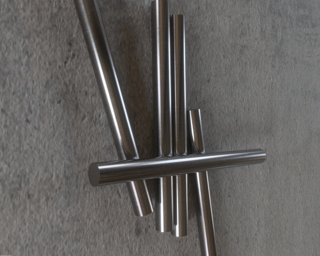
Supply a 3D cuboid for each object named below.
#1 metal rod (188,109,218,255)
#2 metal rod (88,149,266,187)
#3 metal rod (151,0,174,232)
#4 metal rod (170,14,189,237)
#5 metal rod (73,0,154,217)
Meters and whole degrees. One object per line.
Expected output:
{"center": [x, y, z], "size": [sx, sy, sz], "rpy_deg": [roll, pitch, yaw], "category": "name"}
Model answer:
{"center": [0.065, 0.120, 0.462], "size": [0.025, 0.025, 0.298], "rpy_deg": [-13, 99, -40], "category": "metal rod"}
{"center": [0.048, 0.047, 0.413], "size": [0.302, 0.025, 0.025], "rpy_deg": [0, 90, -40], "category": "metal rod"}
{"center": [0.004, -0.015, 0.409], "size": [0.025, 0.025, 0.298], "rpy_deg": [-2, 92, -40], "category": "metal rod"}
{"center": [0.025, -0.003, 0.427], "size": [0.025, 0.025, 0.298], "rpy_deg": [-2, 91, -40], "category": "metal rod"}
{"center": [-0.055, -0.037, 0.359], "size": [0.025, 0.025, 0.298], "rpy_deg": [-24, 105, -38], "category": "metal rod"}
